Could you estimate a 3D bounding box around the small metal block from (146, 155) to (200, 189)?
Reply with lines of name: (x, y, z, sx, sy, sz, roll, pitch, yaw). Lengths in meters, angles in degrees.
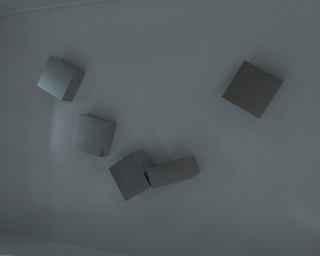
small metal block: (0.018, 0.054, 0.391, 0.050, 0.050, 0.025, -19, 84, 19)

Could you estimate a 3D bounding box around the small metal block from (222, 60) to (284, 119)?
small metal block: (0.111, -0.045, 0.371, 0.050, 0.025, 0.050, 33, 101, 17)

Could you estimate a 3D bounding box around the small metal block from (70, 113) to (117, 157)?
small metal block: (-0.095, 0.010, 0.444, 0.050, 0.025, 0.050, 16, 95, 19)

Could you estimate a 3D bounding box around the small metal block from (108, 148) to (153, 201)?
small metal block: (-0.034, 0.063, 0.416, 0.050, 0.025, 0.050, -36, 78, 32)

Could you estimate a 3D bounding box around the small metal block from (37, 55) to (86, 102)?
small metal block: (-0.147, -0.073, 0.463, 0.050, 0.025, 0.050, 31, 100, 17)
